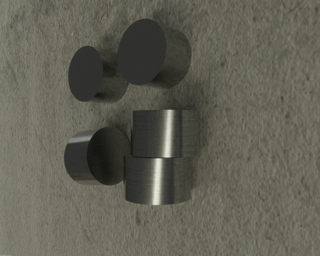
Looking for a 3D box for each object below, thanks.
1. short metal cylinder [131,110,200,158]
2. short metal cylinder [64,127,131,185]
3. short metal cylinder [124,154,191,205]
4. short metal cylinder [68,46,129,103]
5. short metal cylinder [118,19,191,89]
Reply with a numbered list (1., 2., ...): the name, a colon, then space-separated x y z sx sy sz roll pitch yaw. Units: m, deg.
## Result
1. short metal cylinder: 0.006 0.006 0.362 0.080 0.081 0.050 0 90 39
2. short metal cylinder: -0.086 0.041 0.438 0.050 0.081 0.080 -8 85 39
3. short metal cylinder: -0.003 0.057 0.370 0.080 0.081 0.050 0 90 39
4. short metal cylinder: -0.092 -0.077 0.462 0.080 0.050 0.079 0 90 39
5. short metal cylinder: -0.008 -0.092 0.393 0.080 0.050 0.079 0 90 39
